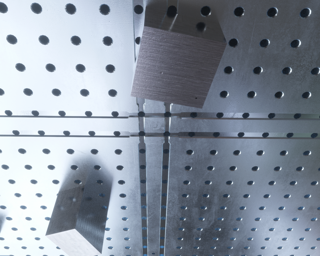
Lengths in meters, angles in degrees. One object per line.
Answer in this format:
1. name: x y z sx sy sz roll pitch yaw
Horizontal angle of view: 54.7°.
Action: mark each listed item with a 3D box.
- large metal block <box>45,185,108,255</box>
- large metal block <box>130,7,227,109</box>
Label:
1. large metal block: -0.131 0.154 0.505 0.050 0.080 0.080 -17 128 13
2. large metal block: 0.016 -0.074 0.333 0.081 0.050 0.079 9 130 -8
